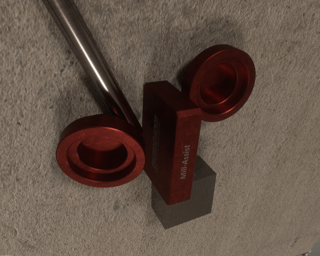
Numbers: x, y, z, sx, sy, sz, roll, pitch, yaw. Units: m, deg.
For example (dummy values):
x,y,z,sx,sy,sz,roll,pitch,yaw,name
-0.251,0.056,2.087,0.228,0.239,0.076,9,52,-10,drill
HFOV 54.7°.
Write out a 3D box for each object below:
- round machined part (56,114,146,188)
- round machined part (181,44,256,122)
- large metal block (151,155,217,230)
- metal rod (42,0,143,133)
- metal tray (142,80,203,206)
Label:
x,y,z,sx,sy,sz,roll,pitch,yaw,name
-0.066,0.022,0.360,0.099,0.042,0.097,-2,131,-2,round machined part
0.070,-0.060,0.399,0.099,0.042,0.097,-14,125,-21,round machined part
0.034,0.096,0.471,0.081,0.050,0.079,-13,124,-22,large metal block
-0.084,-0.098,0.300,0.025,0.025,0.299,-32,129,-8,metal rod
0.009,0.018,0.381,0.030,0.090,0.129,-11,123,-23,metal tray
